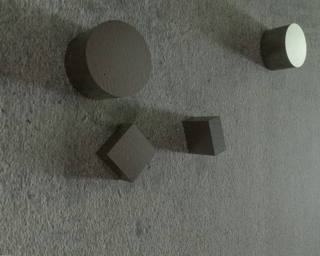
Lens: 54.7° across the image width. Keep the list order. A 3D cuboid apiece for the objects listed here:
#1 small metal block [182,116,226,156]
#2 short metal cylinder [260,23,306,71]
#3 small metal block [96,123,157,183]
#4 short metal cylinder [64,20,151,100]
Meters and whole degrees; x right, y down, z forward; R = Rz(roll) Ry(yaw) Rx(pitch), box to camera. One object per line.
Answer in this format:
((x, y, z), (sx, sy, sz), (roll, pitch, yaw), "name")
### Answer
((0.063, 0.011, 0.444), (0.025, 0.050, 0.050), (-21, 104, -38), "small metal block")
((0.235, -0.152, 0.589), (0.081, 0.050, 0.079), (0, 90, -40), "short metal cylinder")
((-0.039, 0.029, 0.374), (0.050, 0.025, 0.050), (-52, 121, -27), "small metal block")
((-0.057, -0.072, 0.342), (0.081, 0.050, 0.079), (0, 90, -40), "short metal cylinder")
